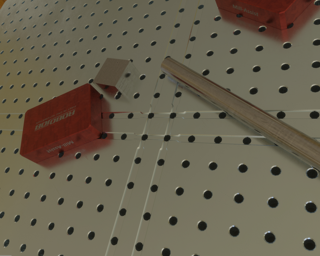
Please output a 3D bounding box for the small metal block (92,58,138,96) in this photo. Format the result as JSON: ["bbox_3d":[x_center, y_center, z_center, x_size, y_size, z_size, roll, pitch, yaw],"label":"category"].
[{"bbox_3d":[-0.072,-0.083,0.497,0.050,0.025,0.050,14,69,34],"label":"small metal block"}]

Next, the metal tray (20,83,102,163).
[{"bbox_3d":[-0.157,-0.008,0.493,0.130,0.030,0.090,-21,54,15],"label":"metal tray"}]

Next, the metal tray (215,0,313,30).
[{"bbox_3d":[0.153,-0.202,0.449,0.090,0.030,0.130,-47,51,-5],"label":"metal tray"}]

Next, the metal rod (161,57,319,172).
[{"bbox_3d":[0.101,-0.018,0.366,0.025,0.025,0.300,-47,51,-4],"label":"metal rod"}]
